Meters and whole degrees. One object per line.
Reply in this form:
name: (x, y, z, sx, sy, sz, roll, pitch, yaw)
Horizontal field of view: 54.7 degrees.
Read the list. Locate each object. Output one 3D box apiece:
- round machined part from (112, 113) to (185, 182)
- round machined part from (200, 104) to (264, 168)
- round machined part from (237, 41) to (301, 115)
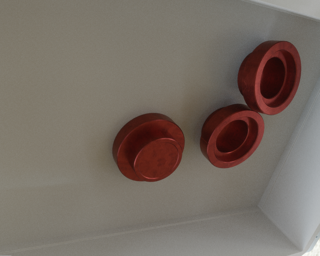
round machined part: (-0.010, 0.033, 0.412, 0.099, 0.042, 0.097, -14, 124, -21)
round machined part: (0.101, 0.008, 0.457, 0.099, 0.042, 0.097, -14, 124, -21)
round machined part: (0.145, -0.070, 0.423, 0.099, 0.042, 0.097, -12, 111, -33)
